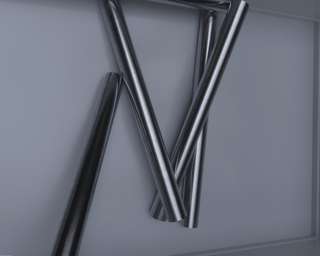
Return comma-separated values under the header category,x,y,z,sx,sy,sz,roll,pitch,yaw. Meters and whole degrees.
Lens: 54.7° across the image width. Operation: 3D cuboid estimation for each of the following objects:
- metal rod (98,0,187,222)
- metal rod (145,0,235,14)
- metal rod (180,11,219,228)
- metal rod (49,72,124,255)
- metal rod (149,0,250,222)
category,x,y,z,sx,sy,sz,roll,pitch,yaw
metal rod,-0.023,-0.031,0.385,0.025,0.025,0.298,-17,90,-20
metal rod,-0.046,-0.170,0.366,0.303,0.025,0.025,1,90,-22
metal rod,0.055,-0.014,0.432,0.025,0.025,0.298,7,88,-20
metal rod,-0.079,0.065,0.315,0.025,0.025,0.300,21,57,-19
metal rod,0.051,-0.021,0.406,0.025,0.025,0.298,20,92,-19
